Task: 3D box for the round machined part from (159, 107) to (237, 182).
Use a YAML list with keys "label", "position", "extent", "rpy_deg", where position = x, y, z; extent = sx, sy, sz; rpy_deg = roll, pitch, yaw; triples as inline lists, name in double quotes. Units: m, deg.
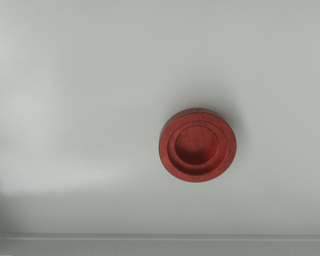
- label: "round machined part"
  position: [0.048, 0.019, 0.410]
  extent: [0.099, 0.042, 0.097]
  rpy_deg: [0, 110, -1]
